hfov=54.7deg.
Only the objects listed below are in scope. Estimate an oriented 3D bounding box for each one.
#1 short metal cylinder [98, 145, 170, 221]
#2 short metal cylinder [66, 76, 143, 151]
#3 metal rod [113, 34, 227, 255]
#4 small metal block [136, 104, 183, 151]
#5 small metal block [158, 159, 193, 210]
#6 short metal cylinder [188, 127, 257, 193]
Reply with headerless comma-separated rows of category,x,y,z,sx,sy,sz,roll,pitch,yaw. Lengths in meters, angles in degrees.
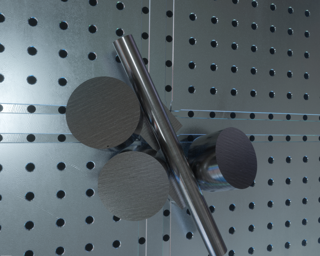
short metal cylinder,-0.029,0.063,0.371,0.080,0.050,0.079,0,94,2
short metal cylinder,-0.061,-0.014,0.358,0.081,0.050,0.080,0,82,1
metal rod,0.016,0.029,0.388,0.025,0.025,0.299,-27,99,-18
small metal block,-0.008,-0.004,0.406,0.050,0.025,0.050,-45,104,-14
small metal block,0.028,0.073,0.419,0.050,0.025,0.050,-42,104,-15
short metal cylinder,0.084,0.044,0.413,0.081,0.050,0.080,13,67,-35
